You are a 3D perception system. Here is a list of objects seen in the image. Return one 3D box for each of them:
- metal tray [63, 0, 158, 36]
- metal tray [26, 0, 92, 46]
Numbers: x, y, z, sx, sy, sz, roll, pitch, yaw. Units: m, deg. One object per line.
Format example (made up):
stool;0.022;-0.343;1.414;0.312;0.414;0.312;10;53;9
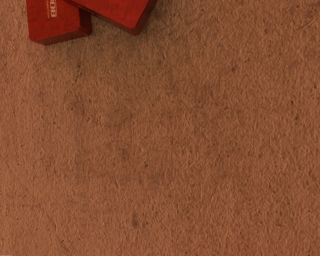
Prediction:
metal tray;-0.068;-0.192;0.411;0.130;0.030;0.090;28;91;6
metal tray;-0.153;-0.197;0.460;0.090;0.030;0.129;-6;88;19
